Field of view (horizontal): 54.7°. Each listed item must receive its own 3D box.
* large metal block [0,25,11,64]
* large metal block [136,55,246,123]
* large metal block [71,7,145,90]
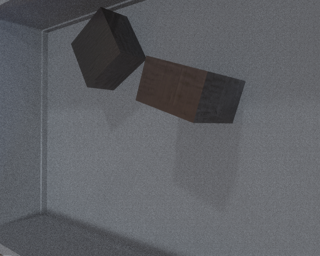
[{"bbox_3d":[-0.399,-0.197,0.704,0.050,0.081,0.079,38,113,33],"label":"large metal block"},{"bbox_3d":[0.034,-0.041,0.343,0.080,0.081,0.050,24,105,37],"label":"large metal block"},{"bbox_3d":[-0.077,-0.113,0.454,0.080,0.050,0.080,-37,68,34],"label":"large metal block"}]
